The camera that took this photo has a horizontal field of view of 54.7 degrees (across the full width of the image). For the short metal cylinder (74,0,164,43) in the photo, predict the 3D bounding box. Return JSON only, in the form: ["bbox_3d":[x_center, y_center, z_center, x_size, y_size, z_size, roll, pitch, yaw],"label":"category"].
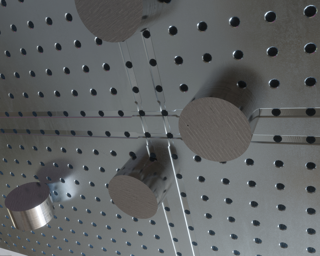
[{"bbox_3d":[-0.043,-0.138,0.331,0.080,0.050,0.079,13,124,20],"label":"short metal cylinder"}]

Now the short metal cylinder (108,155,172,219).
[{"bbox_3d":[-0.029,0.088,0.464,0.080,0.050,0.079,13,124,20],"label":"short metal cylinder"}]

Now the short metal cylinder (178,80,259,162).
[{"bbox_3d":[0.068,-0.009,0.353,0.080,0.050,0.079,13,124,20],"label":"short metal cylinder"}]

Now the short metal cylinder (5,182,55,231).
[{"bbox_3d":[-0.248,0.149,0.595,0.080,0.080,0.050,10,123,22],"label":"short metal cylinder"}]
